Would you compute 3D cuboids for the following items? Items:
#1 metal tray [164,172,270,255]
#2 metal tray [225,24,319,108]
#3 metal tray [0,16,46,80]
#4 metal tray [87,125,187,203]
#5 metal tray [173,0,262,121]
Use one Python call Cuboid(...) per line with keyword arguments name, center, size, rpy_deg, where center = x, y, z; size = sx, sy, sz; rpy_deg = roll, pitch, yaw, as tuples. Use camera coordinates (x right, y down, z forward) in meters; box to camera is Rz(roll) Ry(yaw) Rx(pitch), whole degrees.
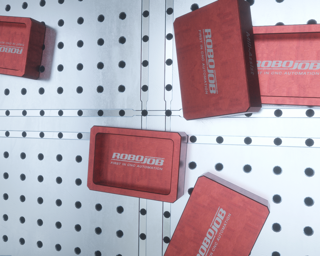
Cuboid(name="metal tray", center=(0.068, 0.132, 0.386), size=(0.090, 0.030, 0.129), rpy_deg=(25, 98, 18))
Cuboid(name="metal tray", center=(0.144, -0.070, 0.359), size=(0.130, 0.030, 0.089), rpy_deg=(4, 91, 19))
Cuboid(name="metal tray", center=(-0.252, -0.131, 0.496), size=(0.130, 0.030, 0.089), rpy_deg=(10, 93, 19))
Cuboid(name="metal tray", center=(-0.032, 0.045, 0.420), size=(0.130, 0.030, 0.089), rpy_deg=(4, 91, 19))
Cuboid(name="metal tray", center=(0.066, -0.078, 0.369), size=(0.090, 0.030, 0.129), rpy_deg=(-8, 87, 42))
